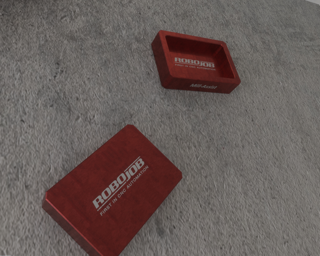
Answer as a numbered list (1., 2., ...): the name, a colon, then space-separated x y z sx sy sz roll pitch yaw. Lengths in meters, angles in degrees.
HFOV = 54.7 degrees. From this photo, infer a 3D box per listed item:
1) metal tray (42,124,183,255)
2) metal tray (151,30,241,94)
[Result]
1. metal tray: -0.046 0.065 0.336 0.090 0.030 0.131 45 51 3
2. metal tray: 0.058 -0.103 0.494 0.131 0.030 0.090 1 61 -28
